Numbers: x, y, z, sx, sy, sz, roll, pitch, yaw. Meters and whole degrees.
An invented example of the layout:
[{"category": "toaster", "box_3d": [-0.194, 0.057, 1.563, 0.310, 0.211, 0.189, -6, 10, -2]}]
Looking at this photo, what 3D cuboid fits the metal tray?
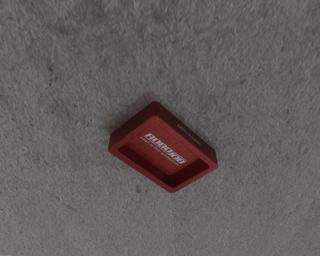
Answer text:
[{"category": "metal tray", "box_3d": [0.006, 0.032, 0.431, 0.090, 0.030, 0.130, -36, 122, 26]}]
